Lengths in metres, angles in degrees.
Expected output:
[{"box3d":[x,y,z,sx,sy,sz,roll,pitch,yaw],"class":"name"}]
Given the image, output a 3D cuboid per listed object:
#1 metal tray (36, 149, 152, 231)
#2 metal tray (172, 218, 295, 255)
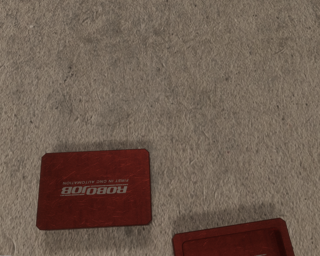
[{"box3d":[-0.077,0.075,0.377,0.131,0.030,0.090,-2,70,-2],"class":"metal tray"},{"box3d":[0.084,0.157,0.349,0.131,0.030,0.090,-8,70,-3],"class":"metal tray"}]
